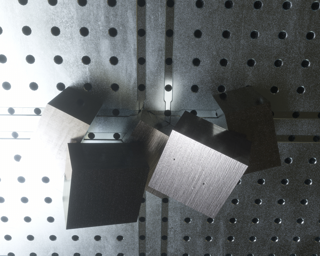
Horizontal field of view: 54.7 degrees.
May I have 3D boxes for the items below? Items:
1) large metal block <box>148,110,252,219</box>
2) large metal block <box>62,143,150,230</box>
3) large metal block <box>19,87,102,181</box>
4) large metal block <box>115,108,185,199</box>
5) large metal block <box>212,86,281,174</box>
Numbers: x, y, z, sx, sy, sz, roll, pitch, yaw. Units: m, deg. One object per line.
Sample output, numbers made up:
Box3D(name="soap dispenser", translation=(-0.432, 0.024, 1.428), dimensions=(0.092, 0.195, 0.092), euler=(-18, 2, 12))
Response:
Box3D(name="large metal block", translation=(0.043, 0.040, 0.341), dimensions=(0.080, 0.050, 0.079), euler=(26, 122, 6))
Box3D(name="large metal block", translation=(-0.064, 0.064, 0.353), dimensions=(0.081, 0.050, 0.079), euler=(1, 119, -23))
Box3D(name="large metal block", translation=(-0.119, 0.004, 0.383), dimensions=(0.050, 0.080, 0.080), euler=(28, 107, -10))
Box3D(name="large metal block", translation=(-0.011, 0.033, 0.411), dimensions=(0.080, 0.050, 0.080), euler=(31, 107, -11))
Box3D(name="large metal block", translation=(0.105, 0.000, 0.385), dimensions=(0.050, 0.080, 0.080), euler=(-15, 110, 5))
